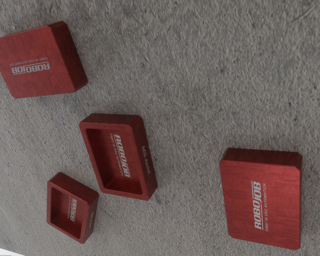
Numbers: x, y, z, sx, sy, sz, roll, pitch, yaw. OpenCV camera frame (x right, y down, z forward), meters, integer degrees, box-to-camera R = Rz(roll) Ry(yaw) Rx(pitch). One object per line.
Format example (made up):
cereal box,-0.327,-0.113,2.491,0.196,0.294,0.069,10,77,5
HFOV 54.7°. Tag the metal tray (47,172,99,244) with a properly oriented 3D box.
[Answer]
metal tray,-0.168,0.154,0.587,0.090,0.030,0.129,26,128,12

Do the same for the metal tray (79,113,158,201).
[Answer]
metal tray,-0.060,0.043,0.461,0.090,0.030,0.129,3,120,26

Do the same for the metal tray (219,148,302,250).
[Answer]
metal tray,0.129,0.090,0.391,0.090,0.030,0.129,2,120,27

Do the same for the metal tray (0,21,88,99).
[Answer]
metal tray,-0.174,-0.092,0.438,0.130,0.030,0.089,-2,118,29
